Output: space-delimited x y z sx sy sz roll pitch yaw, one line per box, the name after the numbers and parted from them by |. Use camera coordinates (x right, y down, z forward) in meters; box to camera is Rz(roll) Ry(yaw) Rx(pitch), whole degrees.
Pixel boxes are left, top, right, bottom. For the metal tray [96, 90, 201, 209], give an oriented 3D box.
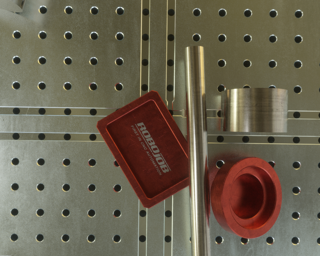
-0.012 0.027 0.410 0.090 0.030 0.130 -30 90 0 | metal tray

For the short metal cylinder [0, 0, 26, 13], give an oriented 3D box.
-0.206 -0.186 0.384 0.080 0.080 0.050 16 90 0 | short metal cylinder

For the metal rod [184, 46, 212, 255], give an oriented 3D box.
0.048 0.051 0.383 0.025 0.025 0.298 -2 90 0 | metal rod

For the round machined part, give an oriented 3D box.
0.103 0.085 0.393 0.099 0.042 0.097 2 85 -28 | round machined part

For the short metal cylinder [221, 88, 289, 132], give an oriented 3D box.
0.117 -0.020 0.387 0.081 0.080 0.050 1 90 0 | short metal cylinder
